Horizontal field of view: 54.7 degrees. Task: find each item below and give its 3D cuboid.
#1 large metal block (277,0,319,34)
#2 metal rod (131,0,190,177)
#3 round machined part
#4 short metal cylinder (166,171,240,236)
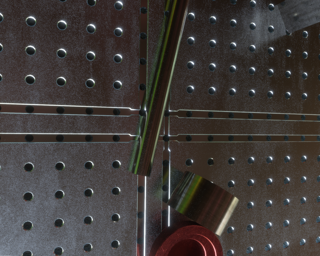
[{"bbox_3d":[0.246,-0.193,0.476,0.081,0.080,0.050,-27,100,-18],"label":"large metal block"},{"bbox_3d":[0.008,-0.084,0.416,0.025,0.025,0.298,15,85,-20],"label":"metal rod"},{"bbox_3d":[0.031,0.172,0.416,0.099,0.042,0.097,-1,92,-20],"label":"round machined part"},{"bbox_3d":[0.056,0.098,0.406,0.080,0.080,0.050,34,79,-17],"label":"short metal cylinder"}]
